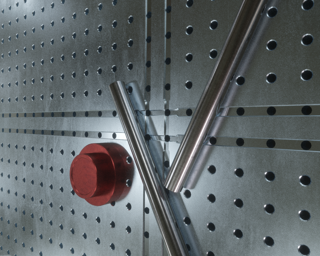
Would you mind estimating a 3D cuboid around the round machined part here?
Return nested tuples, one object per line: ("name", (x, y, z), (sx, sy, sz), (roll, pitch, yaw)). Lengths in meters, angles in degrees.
("round machined part", (-0.103, 0.073, 0.481), (0.098, 0.042, 0.097), (0, 90, 39))

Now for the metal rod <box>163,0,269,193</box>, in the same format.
("metal rod", (0.069, -0.058, 0.350), (0.025, 0.025, 0.298), (34, 111, 34))

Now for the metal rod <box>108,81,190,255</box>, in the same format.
("metal rod", (-0.012, 0.070, 0.416), (0.025, 0.025, 0.299), (-34, 69, 34))
